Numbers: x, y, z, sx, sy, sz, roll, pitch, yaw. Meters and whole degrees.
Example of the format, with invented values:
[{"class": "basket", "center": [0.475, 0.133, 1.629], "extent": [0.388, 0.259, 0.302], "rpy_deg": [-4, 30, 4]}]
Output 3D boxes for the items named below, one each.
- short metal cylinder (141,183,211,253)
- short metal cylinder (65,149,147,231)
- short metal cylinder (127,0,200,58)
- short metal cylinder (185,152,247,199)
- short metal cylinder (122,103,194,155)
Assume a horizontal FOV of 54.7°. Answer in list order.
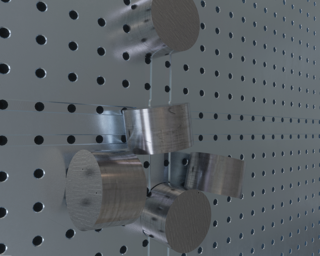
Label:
[{"class": "short metal cylinder", "center": [0.022, 0.116, 0.409], "extent": [0.081, 0.050, 0.079], "rpy_deg": [-2, 92, -39]}, {"class": "short metal cylinder", "center": [-0.058, 0.063, 0.324], "extent": [0.050, 0.080, 0.080], "rpy_deg": [6, 87, -40]}, {"class": "short metal cylinder", "center": [0.005, -0.134, 0.396], "extent": [0.081, 0.050, 0.079], "rpy_deg": [0, 90, -40]}, {"class": "short metal cylinder", "center": [0.078, 0.067, 0.439], "extent": [0.080, 0.080, 0.050], "rpy_deg": [19, 78, -39]}, {"class": "short metal cylinder", "center": [-0.002, -0.001, 0.371], "extent": [0.081, 0.080, 0.050], "rpy_deg": [-11, 98, -39]}]
